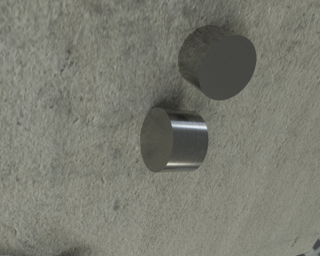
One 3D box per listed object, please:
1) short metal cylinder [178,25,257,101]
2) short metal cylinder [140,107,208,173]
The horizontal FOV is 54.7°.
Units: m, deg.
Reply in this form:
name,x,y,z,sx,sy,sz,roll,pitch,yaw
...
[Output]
name,x,y,z,sx,sy,sz,roll,pitch,yaw
short metal cylinder,0.070,-0.080,0.381,0.081,0.050,0.079,-14,125,-21
short metal cylinder,0.016,0.016,0.391,0.050,0.080,0.079,4,117,-31
